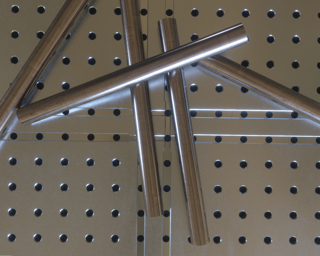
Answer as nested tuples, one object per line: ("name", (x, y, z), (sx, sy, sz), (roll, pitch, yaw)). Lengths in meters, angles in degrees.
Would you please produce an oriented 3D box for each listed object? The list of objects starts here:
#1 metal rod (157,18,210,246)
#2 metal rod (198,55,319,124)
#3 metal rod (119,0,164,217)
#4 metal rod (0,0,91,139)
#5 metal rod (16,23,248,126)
("metal rod", (0.032, 0.005, 0.413), (0.025, 0.025, 0.298), (-9, 90, 0))
("metal rod", (0.192, -0.030, 0.415), (0.301, 0.025, 0.025), (26, 90, -1))
("metal rod", (-0.025, -0.033, 0.413), (0.025, 0.025, 0.298), (-7, 90, 0))
("metal rod", (-0.159, -0.092, 0.411), (0.025, 0.025, 0.299), (33, 90, -1))
("metal rod", (-0.042, -0.063, 0.388), (0.301, 0.025, 0.025), (-19, 90, 9))
